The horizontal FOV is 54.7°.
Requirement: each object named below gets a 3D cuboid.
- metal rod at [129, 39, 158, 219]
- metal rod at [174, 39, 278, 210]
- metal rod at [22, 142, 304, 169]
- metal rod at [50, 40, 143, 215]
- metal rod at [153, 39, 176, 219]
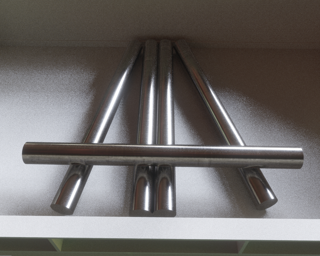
[{"bbox_3d":[-0.017,-0.023,0.423,0.025,0.025,0.300,1,50,1],"label":"metal rod"},{"bbox_3d":[0.075,-0.028,0.427,0.025,0.025,0.300,-12,51,-10],"label":"metal rod"},{"bbox_3d":[0.003,0.030,0.344,0.302,0.025,0.025,1,50,1],"label":"metal rod"},{"bbox_3d":[-0.073,-0.025,0.424,0.025,0.025,0.300,10,51,8],"label":"metal rod"},{"bbox_3d":[0.007,-0.024,0.423,0.025,0.025,0.300,1,50,1],"label":"metal rod"}]
